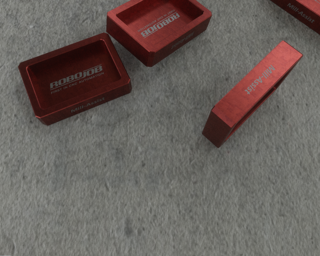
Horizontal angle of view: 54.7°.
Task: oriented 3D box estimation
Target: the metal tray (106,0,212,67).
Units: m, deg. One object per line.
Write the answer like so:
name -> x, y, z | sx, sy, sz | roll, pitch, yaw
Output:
metal tray -> 0.000, -0.153, 0.445 | 0.090, 0.030, 0.131 | 43, 61, 13

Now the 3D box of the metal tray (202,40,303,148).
metal tray -> 0.112, -0.039, 0.389 | 0.130, 0.090, 0.030 | -43, 76, -14

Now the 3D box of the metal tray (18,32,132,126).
metal tray -> -0.116, -0.069, 0.429 | 0.131, 0.030, 0.090 | -23, 72, -9

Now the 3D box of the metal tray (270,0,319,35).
metal tray -> 0.246, -0.206, 0.483 | 0.130, 0.030, 0.090 | 42, 75, 13
